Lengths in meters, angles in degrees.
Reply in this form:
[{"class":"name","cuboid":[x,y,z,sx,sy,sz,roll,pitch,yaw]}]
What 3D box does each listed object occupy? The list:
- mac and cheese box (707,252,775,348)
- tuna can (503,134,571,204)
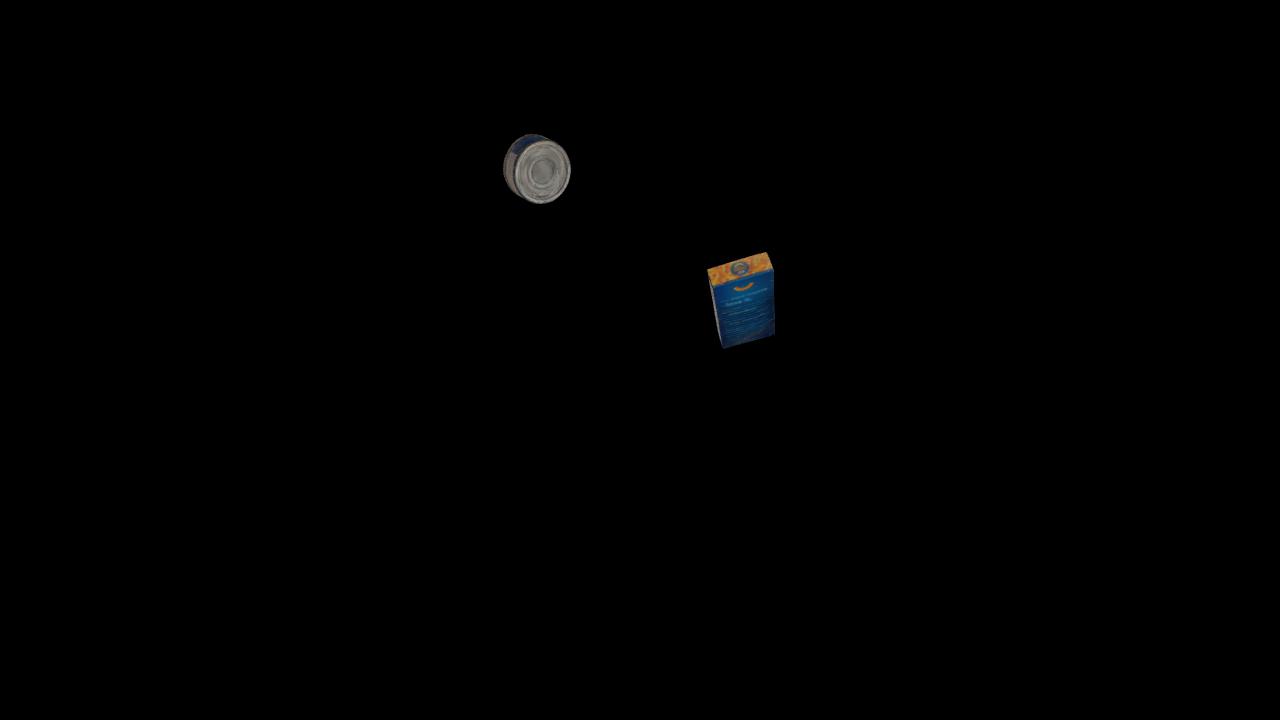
[{"class":"mac and cheese box","cuboid":[0.161,-0.087,0.959,0.093,0.041,0.184,-15,-30,4]},{"class":"tuna can","cuboid":[-0.133,-0.248,0.802,0.084,0.084,0.034,0,26,-39]}]
